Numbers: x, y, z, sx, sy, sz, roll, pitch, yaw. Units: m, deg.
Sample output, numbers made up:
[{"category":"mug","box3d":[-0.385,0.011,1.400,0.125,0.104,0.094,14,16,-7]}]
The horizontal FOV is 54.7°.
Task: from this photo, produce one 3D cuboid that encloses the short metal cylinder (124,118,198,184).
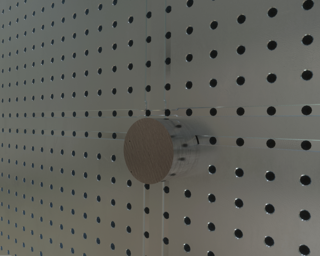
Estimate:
[{"category":"short metal cylinder","box3d":[0.000,0.027,0.391,0.080,0.050,0.079,0,90,39]}]
